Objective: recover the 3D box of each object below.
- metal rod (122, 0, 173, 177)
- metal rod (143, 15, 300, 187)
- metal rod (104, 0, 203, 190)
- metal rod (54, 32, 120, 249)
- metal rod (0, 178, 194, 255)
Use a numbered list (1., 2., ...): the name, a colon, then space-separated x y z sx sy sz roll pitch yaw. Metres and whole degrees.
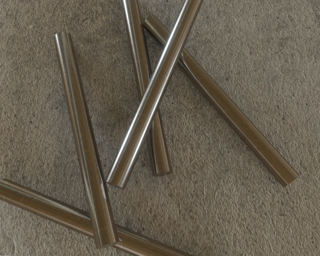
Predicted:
1. metal rod: -0.024 -0.081 0.437 0.025 0.025 0.299 -10 70 -4
2. metal rod: 0.074 -0.047 0.426 0.025 0.025 0.300 -35 74 -12
3. metal rod: 0.001 -0.065 0.404 0.025 0.025 0.300 20 71 7
4. metal rod: -0.099 -0.003 0.393 0.025 0.025 0.299 -16 66 -6
5. metal rod: -0.054 0.125 0.361 0.301 0.025 0.025 20 71 7
